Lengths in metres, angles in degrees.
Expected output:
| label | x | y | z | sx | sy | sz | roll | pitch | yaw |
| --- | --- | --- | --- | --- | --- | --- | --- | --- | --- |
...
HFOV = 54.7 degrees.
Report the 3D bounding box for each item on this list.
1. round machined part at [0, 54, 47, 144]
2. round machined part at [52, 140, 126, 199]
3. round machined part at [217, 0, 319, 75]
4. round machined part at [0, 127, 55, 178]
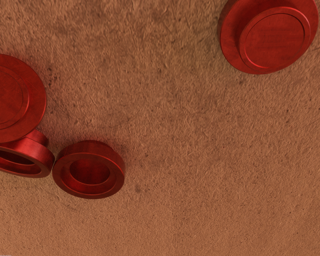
| label | x | y | z | sx | sy | sz | roll | pitch | yaw |
| --- | --- | --- | --- | --- | --- | --- | --- | --- | --- |
| round machined part | -0.175 | -0.032 | 0.333 | 0.099 | 0.042 | 0.097 | 0 | 91 | -16 |
| round machined part | -0.098 | 0.055 | 0.442 | 0.099 | 0.042 | 0.097 | 0 | 130 | 0 |
| round machined part | 0.111 | -0.096 | 0.315 | 0.099 | 0.042 | 0.097 | 0 | 130 | 0 |
| round machined part | -0.186 | 0.027 | 0.403 | 0.099 | 0.042 | 0.098 | 7 | 150 | 5 |
